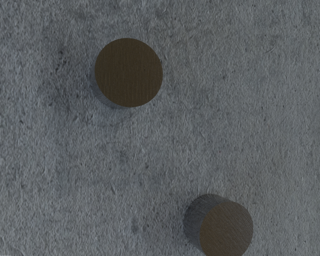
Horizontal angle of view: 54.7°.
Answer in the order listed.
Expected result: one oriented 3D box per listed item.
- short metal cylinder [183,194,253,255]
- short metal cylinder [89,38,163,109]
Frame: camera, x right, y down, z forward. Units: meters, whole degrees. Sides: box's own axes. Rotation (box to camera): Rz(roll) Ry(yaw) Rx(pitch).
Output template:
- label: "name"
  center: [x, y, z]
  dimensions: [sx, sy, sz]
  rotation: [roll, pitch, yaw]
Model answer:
- label: "short metal cylinder"
  center: [0.079, 0.135, 0.425]
  dimensions: [0.081, 0.050, 0.080]
  rotation: [0, 90, -20]
- label: "short metal cylinder"
  center: [-0.043, -0.064, 0.380]
  dimensions: [0.081, 0.050, 0.080]
  rotation: [0, 90, -20]
